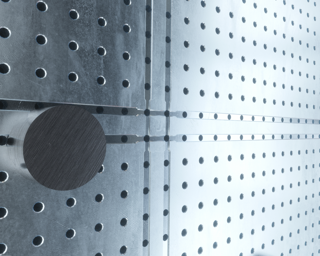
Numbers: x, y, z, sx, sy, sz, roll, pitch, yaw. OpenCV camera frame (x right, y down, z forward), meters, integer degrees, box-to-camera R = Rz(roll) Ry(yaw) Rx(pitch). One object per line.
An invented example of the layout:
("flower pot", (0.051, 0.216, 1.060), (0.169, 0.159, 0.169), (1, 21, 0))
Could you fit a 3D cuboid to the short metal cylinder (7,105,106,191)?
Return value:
("short metal cylinder", (-0.101, 0.018, 0.307), (0.081, 0.050, 0.079), (0, 90, -40))
